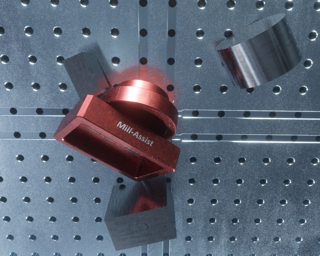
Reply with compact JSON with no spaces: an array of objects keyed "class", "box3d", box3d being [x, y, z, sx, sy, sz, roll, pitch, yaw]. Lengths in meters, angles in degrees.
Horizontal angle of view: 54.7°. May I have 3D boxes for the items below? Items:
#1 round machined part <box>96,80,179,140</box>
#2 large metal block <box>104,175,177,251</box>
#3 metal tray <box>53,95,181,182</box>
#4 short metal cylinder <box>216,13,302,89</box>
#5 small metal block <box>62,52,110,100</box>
[{"class":"round machined part","box3d":[-0.026,-0.022,0.378,0.099,0.042,0.098,9,152,5]},{"class":"large metal block","box3d":[-0.024,0.113,0.425,0.080,0.080,0.050,-14,110,5]},{"class":"metal tray","box3d":[-0.052,0.019,0.377,0.130,0.030,0.090,32,147,-23]},{"class":"short metal cylinder","box3d":[0.111,-0.087,0.353,0.080,0.080,0.050,-28,108,10]},{"class":"small metal block","box3d":[-0.086,-0.062,0.372,0.025,0.050,0.050,-22,100,8]}]
